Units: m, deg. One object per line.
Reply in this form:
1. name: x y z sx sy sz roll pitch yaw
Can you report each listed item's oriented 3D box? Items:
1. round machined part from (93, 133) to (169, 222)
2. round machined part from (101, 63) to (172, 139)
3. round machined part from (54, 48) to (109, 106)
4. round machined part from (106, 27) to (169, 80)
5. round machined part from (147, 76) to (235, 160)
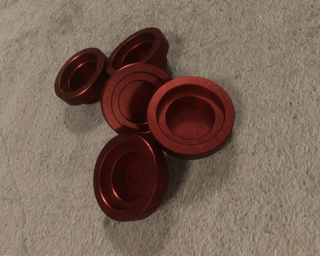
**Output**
1. round machined part: -0.029 0.057 0.359 0.098 0.042 0.098 -10 73 37
2. round machined part: -0.028 -0.034 0.403 0.098 0.098 0.042 -49 17 -6
3. round machined part: -0.117 -0.077 0.496 0.098 0.042 0.098 -16 55 24
4. round machined part: -0.028 -0.100 0.459 0.098 0.042 0.098 -22 43 23
5. round machined part: 0.036 -0.009 0.365 0.099 0.042 0.098 -1 67 4
